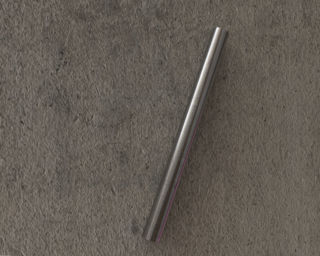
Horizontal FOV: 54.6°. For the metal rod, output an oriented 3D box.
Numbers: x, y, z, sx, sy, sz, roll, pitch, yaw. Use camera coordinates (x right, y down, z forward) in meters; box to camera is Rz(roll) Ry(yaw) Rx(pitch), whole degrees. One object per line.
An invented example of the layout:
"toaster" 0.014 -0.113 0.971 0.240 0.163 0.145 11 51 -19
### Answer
"metal rod" 0.037 0.004 0.422 0.025 0.025 0.299 22 83 -19
